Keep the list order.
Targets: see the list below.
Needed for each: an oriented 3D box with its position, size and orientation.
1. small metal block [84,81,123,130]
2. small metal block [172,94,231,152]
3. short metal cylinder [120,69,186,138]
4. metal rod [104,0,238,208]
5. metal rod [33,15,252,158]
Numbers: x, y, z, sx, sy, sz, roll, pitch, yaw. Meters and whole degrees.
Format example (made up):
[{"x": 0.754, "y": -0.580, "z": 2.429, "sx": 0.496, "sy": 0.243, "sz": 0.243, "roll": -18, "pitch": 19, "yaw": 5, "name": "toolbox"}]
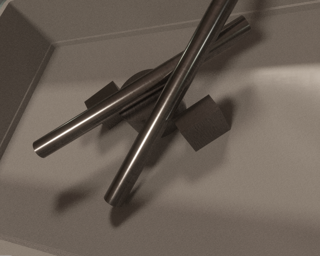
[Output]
[{"x": -0.070, "y": -0.031, "z": 0.444, "sx": 0.050, "sy": 0.050, "sz": 0.025, "roll": -36, "pitch": 51, "yaw": 4, "name": "small metal block"}, {"x": 0.050, "y": -0.004, "z": 0.365, "sx": 0.050, "sy": 0.050, "sz": 0.025, "roll": -34, "pitch": 52, "yaw": 6, "name": "small metal block"}, {"x": -0.011, "y": -0.032, "z": 0.414, "sx": 0.080, "sy": 0.050, "sz": 0.080, "roll": -13, "pitch": 56, "yaw": 21, "name": "short metal cylinder"}, {"x": 0.015, "y": -0.040, "z": 0.353, "sx": 0.025, "sy": 0.025, "sz": 0.299, "roll": 36, "pitch": 101, "yaw": 38, "name": "metal rod"}, {"x": -0.028, "y": -0.046, "z": 0.383, "sx": 0.301, "sy": 0.025, "sz": 0.025, "roll": -30, "pitch": 52, "yaw": 8, "name": "metal rod"}]
